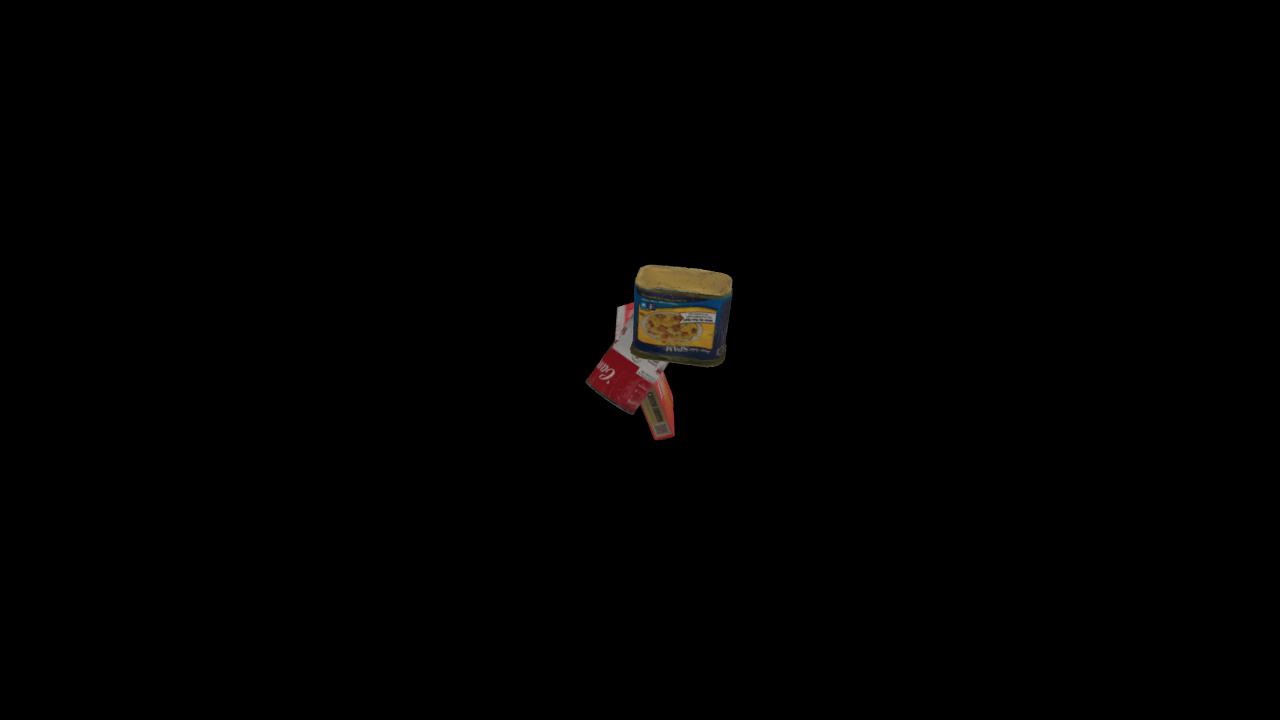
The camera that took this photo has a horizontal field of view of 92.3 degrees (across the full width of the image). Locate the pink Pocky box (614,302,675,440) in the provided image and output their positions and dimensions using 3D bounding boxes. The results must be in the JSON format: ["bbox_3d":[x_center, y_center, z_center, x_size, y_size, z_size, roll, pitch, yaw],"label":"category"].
[{"bbox_3d":[0.008,0.015,0.751,0.029,0.155,0.084,-15,32,11],"label":"pink Pocky box"}]

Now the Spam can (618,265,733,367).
[{"bbox_3d":[0.042,-0.046,0.635,0.101,0.085,0.058,7,36,7],"label":"Spam can"}]

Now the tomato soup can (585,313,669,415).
[{"bbox_3d":[-0.006,0.002,0.695,0.068,0.101,0.068,35,1,-1],"label":"tomato soup can"}]
